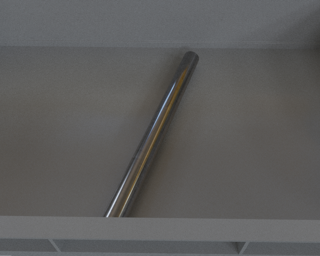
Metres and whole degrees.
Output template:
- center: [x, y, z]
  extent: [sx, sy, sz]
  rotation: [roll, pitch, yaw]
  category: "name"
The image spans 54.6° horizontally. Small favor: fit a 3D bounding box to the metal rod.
- center: [-0.001, -0.004, 0.406]
  extent: [0.025, 0.025, 0.301]
  rotation: [16, 52, 13]
  category: "metal rod"
